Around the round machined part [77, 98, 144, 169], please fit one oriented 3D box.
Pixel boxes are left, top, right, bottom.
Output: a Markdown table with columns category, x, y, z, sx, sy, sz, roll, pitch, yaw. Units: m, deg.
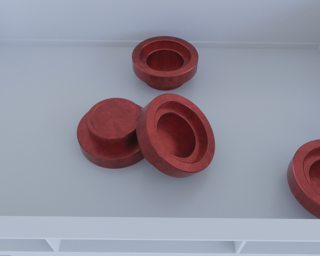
| category | x | y | z | sx | sy | sz | roll | pitch | yaw |
| --- | --- | --- | --- | --- | --- | --- | --- | --- | --- |
| round machined part | -0.056 | -0.001 | 0.394 | 0.099 | 0.042 | 0.098 | 0 | 50 | 0 |

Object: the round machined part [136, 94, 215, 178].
| category | x | y | z | sx | sy | sz | roll | pitch | yaw |
| --- | --- | --- | --- | --- | --- | --- | --- | --- | --- |
| round machined part | 0.014 | 0.012 | 0.365 | 0.099 | 0.042 | 0.098 | 18 | 56 | -29 |

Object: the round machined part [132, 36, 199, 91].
| category | x | y | z | sx | sy | sz | roll | pitch | yaw |
| --- | --- | --- | --- | --- | --- | --- | --- | --- | --- |
| round machined part | 0.008 | -0.095 | 0.474 | 0.099 | 0.042 | 0.098 | 0 | 50 | 0 |

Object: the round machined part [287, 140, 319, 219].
| category | x | y | z | sx | sy | sz | roll | pitch | yaw |
| --- | --- | --- | --- | --- | --- | --- | --- | --- | --- |
| round machined part | 0.191 | 0.063 | 0.344 | 0.099 | 0.042 | 0.098 | 0 | 50 | 0 |
